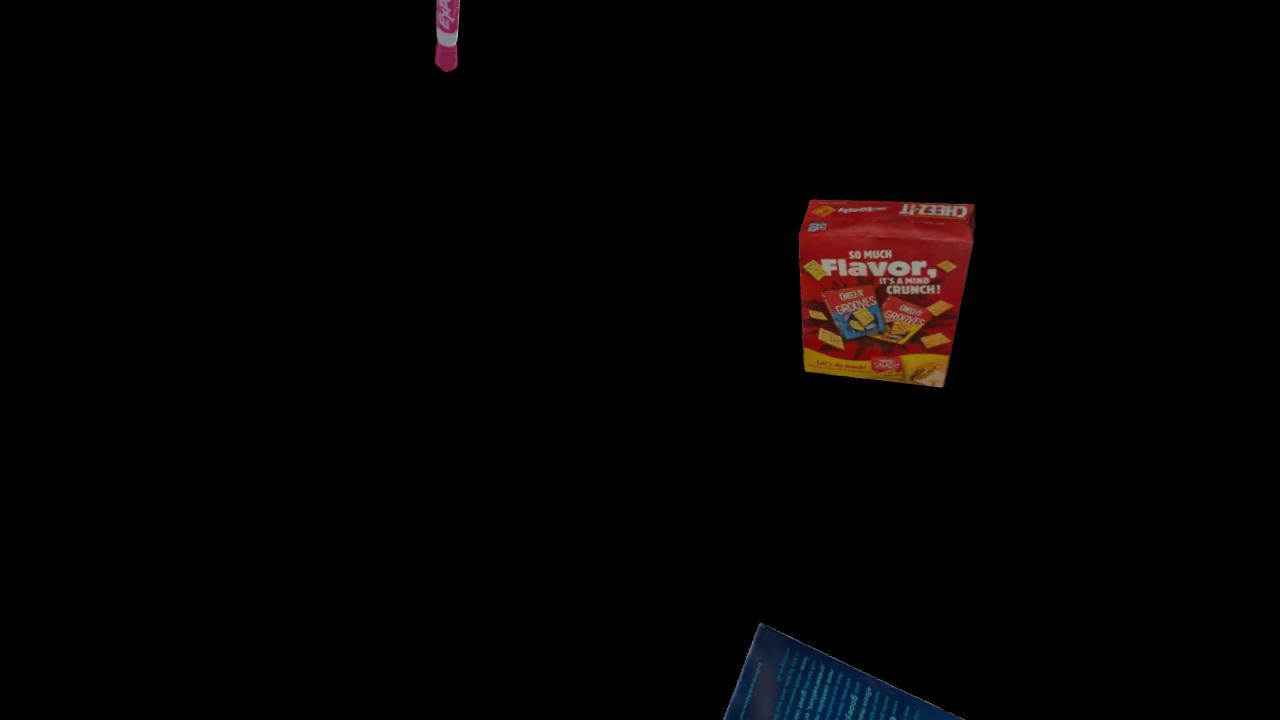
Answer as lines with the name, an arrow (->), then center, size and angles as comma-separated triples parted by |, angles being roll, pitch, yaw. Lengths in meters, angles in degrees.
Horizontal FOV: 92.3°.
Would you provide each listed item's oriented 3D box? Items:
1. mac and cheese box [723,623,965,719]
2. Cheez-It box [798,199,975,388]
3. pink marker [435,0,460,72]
mac and cheese box -> 0.154, 0.268, 0.428 | 0.184, 0.093, 0.041 | 20, -18, 18
Cheez-It box -> 0.270, -0.071, 0.697 | 0.166, 0.071, 0.223 | 7, -39, 24
pink marker -> -0.150, -0.278, 0.482 | 0.020, 0.020, 0.121 | 0, -25, -19
